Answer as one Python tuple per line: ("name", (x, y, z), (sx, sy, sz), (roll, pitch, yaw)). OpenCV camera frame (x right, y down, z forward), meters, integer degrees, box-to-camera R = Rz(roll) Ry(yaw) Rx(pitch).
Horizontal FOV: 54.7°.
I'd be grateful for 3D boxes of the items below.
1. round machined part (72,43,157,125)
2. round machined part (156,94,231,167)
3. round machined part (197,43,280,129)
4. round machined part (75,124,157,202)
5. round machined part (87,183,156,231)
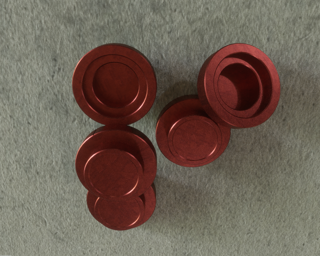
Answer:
("round machined part", (-0.053, -0.054, 0.380), (0.099, 0.042, 0.097), (0, 110, -1))
("round machined part", (0.044, 0.008, 0.405), (0.099, 0.042, 0.097), (0, 110, -1))
("round machined part", (0.089, -0.047, 0.370), (0.099, 0.042, 0.097), (1, 85, -17))
("round machined part", (-0.053, 0.048, 0.373), (0.099, 0.042, 0.097), (0, 110, 0))
("round machined part", (-0.055, 0.105, 0.439), (0.099, 0.042, 0.097), (0, 110, -1))
